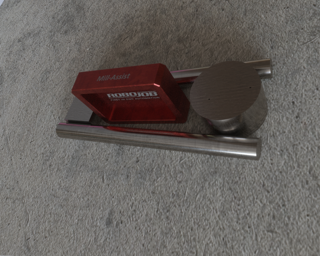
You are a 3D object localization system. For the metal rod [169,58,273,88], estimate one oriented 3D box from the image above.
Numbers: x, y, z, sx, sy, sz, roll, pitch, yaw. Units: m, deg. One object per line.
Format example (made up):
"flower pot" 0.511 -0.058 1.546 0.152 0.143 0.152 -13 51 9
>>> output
"metal rod" 0.002 -0.068 0.446 0.300 0.025 0.025 -2 61 27

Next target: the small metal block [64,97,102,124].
"small metal block" -0.113 -0.027 0.482 0.050 0.025 0.050 5 64 30

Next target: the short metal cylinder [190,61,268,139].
"short metal cylinder" 0.082 -0.032 0.365 0.080 0.050 0.080 -13 56 21

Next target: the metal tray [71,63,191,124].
"metal tray" -0.037 -0.040 0.406 0.130 0.090 0.030 0 62 28

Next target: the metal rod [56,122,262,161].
"metal rod" -0.023 0.013 0.410 0.300 0.025 0.025 4 64 30
